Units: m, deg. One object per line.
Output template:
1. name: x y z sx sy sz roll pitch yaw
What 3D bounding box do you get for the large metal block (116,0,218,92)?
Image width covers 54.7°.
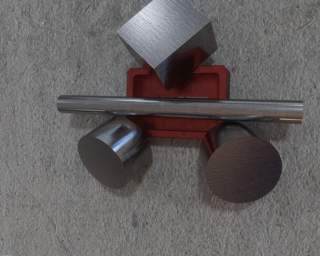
1. large metal block: 0.009 -0.105 0.371 0.080 0.050 0.080 -41 60 -2

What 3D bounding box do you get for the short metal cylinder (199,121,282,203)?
1. short metal cylinder: 0.088 0.037 0.348 0.081 0.050 0.079 0 111 -1

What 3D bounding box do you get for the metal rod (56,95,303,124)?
1. metal rod: 0.008 -0.025 0.376 0.301 0.025 0.025 3 91 19

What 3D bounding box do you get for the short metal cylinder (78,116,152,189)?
1. short metal cylinder: -0.058 0.031 0.398 0.080 0.050 0.079 22 132 26

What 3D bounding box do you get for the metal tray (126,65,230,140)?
1. metal tray: 0.022 -0.032 0.400 0.130 0.030 0.089 2 91 19
